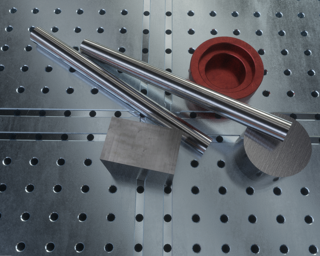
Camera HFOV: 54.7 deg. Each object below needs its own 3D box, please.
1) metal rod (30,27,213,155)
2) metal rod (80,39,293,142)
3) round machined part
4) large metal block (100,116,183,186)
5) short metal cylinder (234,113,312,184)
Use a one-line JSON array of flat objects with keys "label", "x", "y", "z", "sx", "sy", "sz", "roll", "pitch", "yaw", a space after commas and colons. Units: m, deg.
[{"label": "metal rod", "x": -0.060, "y": -0.057, "z": 0.431, "sx": 0.301, "sy": 0.025, "sz": 0.025, "roll": 34, "pitch": 73, "yaw": 11}, {"label": "metal rod", "x": 0.018, "y": -0.057, "z": 0.402, "sx": 0.301, "sy": 0.025, "sz": 0.025, "roll": 26, "pitch": 72, "yaw": 20}, {"label": "round machined part", "x": 0.089, "y": -0.074, "z": 0.431, "sx": 0.099, "sy": 0.042, "sz": 0.098, "roll": 0, "pitch": 70, "yaw": -1}, {"label": "large metal block", "x": -0.019, "y": 0.031, "z": 0.371, "sx": 0.080, "sy": 0.080, "sz": 0.050, "roll": 11, "pitch": 71, "yaw": 4}, {"label": "short metal cylinder", "x": 0.139, "y": 0.027, "z": 0.390, "sx": 0.081, "sy": 0.050, "sz": 0.080, "roll": 0, "pitch": 70, "yaw": 0}]
